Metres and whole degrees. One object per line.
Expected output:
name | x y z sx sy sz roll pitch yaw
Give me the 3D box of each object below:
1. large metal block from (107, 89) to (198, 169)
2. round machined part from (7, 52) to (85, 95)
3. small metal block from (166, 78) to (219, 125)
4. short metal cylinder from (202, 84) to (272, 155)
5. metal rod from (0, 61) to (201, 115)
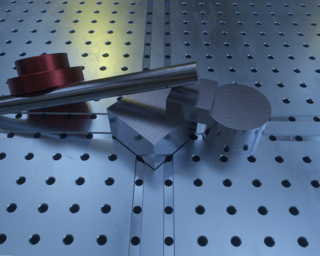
large metal block | -0.008 -0.009 0.396 0.080 0.050 0.080 36 58 26
round machined part | -0.157 -0.076 0.423 0.099 0.042 0.098 -10 12 2
small metal block | 0.039 -0.036 0.370 0.050 0.025 0.050 15 51 11
short metal cylinder | 0.097 -0.012 0.403 0.081 0.050 0.080 0 50 0
metal rod | -0.101 -0.044 0.387 0.301 0.025 0.025 -7 48 16
